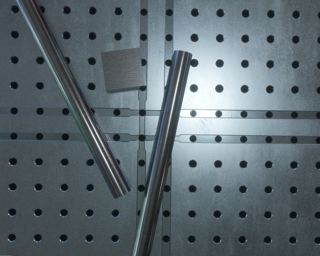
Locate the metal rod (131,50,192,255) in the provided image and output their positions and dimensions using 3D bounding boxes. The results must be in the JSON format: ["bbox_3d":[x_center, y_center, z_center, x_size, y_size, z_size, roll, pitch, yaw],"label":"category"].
[{"bbox_3d":[0.000,0.046,0.413,0.025,0.025,0.298,12,90,-1],"label":"metal rod"}]

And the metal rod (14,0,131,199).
[{"bbox_3d":[-0.117,-0.046,0.411,0.025,0.025,0.299,-27,90,0],"label":"metal rod"}]

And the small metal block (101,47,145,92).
[{"bbox_3d":[-0.048,-0.077,0.413,0.050,0.025,0.050,-8,90,-1],"label":"small metal block"}]
